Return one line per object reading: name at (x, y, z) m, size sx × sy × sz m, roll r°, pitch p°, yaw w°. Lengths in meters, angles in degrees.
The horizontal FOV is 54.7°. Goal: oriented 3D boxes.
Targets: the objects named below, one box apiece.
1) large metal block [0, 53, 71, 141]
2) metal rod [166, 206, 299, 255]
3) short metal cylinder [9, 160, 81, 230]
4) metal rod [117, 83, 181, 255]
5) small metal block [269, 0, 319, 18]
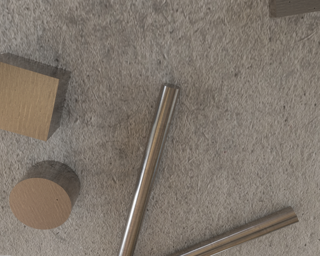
large metal block at (-0.164, -0.039, 0.380) m, size 0.080 × 0.050 × 0.079 m, roll 16°, pitch 109°, yaw -6°
metal rod at (0.065, 0.190, 0.480) m, size 0.301 × 0.025 × 0.025 m, roll -25°, pitch 108°, yaw 8°
short metal cylinder at (-0.157, 0.092, 0.429) m, size 0.081 × 0.050 × 0.079 m, roll 0°, pitch 110°, yaw 0°
metal rod at (-0.023, 0.082, 0.439) m, size 0.025 × 0.025 × 0.298 m, roll 13°, pitch 110°, yaw -5°
small metal block at (0.153, -0.156, 0.354) m, size 0.050 × 0.025 × 0.050 m, roll -8°, pitch 110°, yaw 3°
